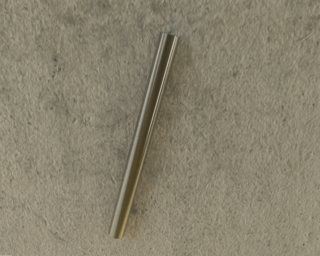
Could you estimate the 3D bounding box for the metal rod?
[{"bbox_3d":[-0.027,0.023,0.418,0.025,0.025,0.298,14,109,-6],"label":"metal rod"}]
